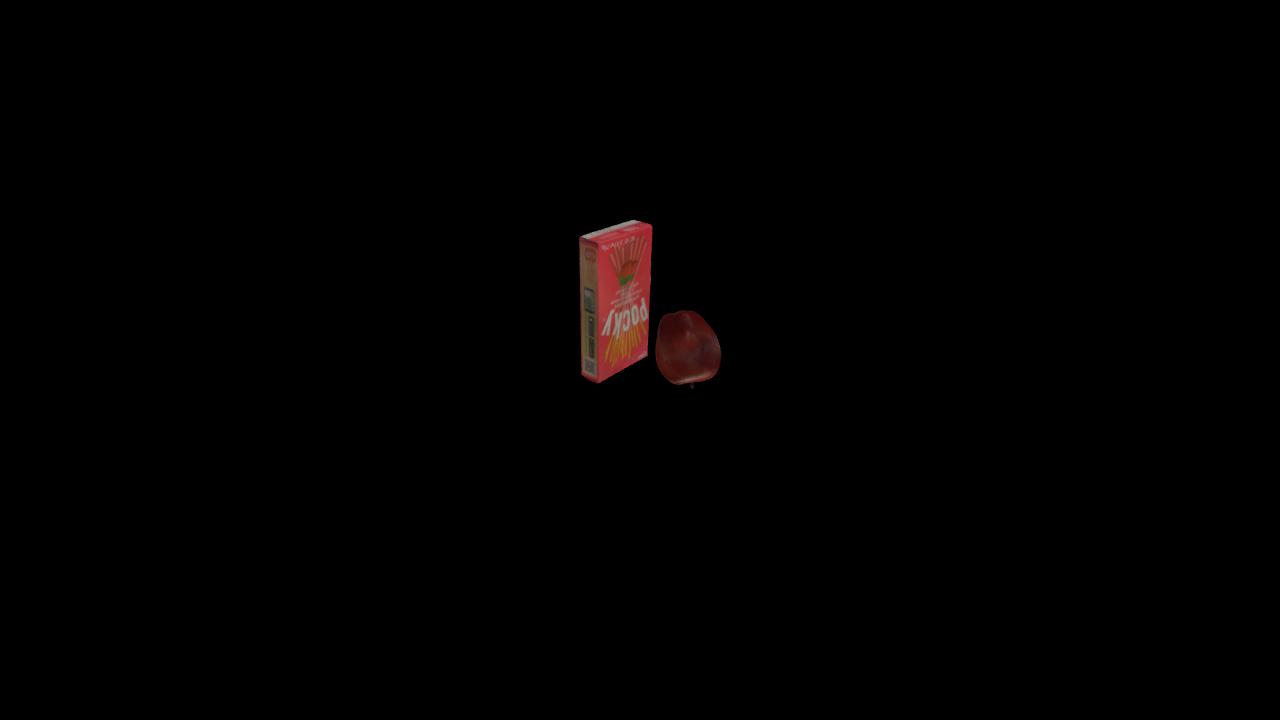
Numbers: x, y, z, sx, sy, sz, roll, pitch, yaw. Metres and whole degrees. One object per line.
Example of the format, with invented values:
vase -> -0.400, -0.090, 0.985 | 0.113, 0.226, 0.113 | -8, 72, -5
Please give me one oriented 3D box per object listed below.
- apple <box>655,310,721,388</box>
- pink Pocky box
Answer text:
apple -> 0.056, -0.012, 0.733 | 0.079, 0.093, 0.079 | -11, -9, -2
pink Pocky box -> -0.024, -0.060, 0.636 | 0.029, 0.155, 0.084 | 23, 35, 33
